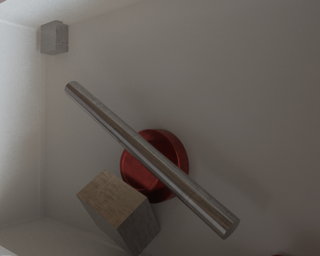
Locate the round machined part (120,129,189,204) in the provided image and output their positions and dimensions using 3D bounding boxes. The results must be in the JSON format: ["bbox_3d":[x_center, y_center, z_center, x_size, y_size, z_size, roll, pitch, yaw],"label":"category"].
[{"bbox_3d":[-0.014,0.050,0.406,0.098,0.042,0.097,0,90,39],"label":"round machined part"}]

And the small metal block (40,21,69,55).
[{"bbox_3d":[-0.192,-0.162,0.562,0.050,0.025,0.050,2,91,39],"label":"small metal block"}]

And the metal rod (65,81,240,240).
[{"bbox_3d":[-0.031,0.019,0.375,0.300,0.025,0.025,38,113,33],"label":"metal rod"}]

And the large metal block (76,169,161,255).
[{"bbox_3d":[-0.053,0.112,0.406,0.080,0.050,0.080,26,146,37],"label":"large metal block"}]
